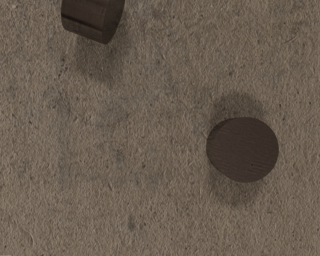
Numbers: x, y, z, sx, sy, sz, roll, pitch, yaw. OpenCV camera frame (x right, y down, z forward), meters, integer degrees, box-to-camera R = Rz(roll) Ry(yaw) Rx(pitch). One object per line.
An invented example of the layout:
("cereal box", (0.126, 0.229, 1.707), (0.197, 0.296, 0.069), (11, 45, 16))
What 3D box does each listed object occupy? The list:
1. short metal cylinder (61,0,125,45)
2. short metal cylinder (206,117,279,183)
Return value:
("short metal cylinder", (-0.080, -0.150, 0.381), (0.050, 0.080, 0.080), (20, 90, 0))
("short metal cylinder", (0.104, 0.026, 0.399), (0.081, 0.050, 0.079), (0, 90, -1))
